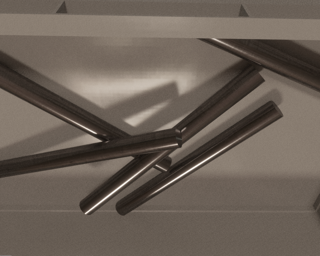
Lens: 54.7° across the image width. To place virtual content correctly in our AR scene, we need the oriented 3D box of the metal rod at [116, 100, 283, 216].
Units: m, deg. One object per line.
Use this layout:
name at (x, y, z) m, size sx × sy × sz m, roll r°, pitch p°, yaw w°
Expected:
metal rod at (0.041, 0.056, 0.457) m, size 0.299 × 0.025 × 0.025 m, roll -37°, pitch 121°, yaw 27°

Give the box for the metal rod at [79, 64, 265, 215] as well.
metal rod at (0.003, 0.026, 0.404) m, size 0.299 × 0.025 × 0.025 m, roll -39°, pitch 121°, yaw 18°

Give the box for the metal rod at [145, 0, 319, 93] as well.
metal rod at (0.128, -0.076, 0.346) m, size 0.302 × 0.025 × 0.025 m, roll 19°, pitch 128°, yaw -16°

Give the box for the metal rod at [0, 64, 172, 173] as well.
metal rod at (-0.109, -0.016, 0.393) m, size 0.301 × 0.025 × 0.025 m, roll 31°, pitch 124°, yaw -24°

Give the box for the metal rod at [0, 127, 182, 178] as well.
metal rod at (-0.118, 0.038, 0.415) m, size 0.301 × 0.025 × 0.025 m, roll -11°, pitch 130°, yaw 18°
